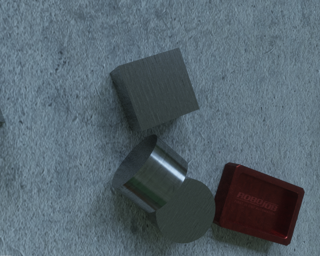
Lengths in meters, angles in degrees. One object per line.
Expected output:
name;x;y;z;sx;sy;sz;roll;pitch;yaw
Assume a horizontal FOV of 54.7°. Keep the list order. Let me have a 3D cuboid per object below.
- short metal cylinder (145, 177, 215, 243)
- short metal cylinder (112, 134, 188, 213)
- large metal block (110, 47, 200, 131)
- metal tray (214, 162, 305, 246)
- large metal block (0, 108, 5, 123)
short metal cylinder;0.025;0.102;0.405;0.081;0.050;0.080;0;90;-20
short metal cylinder;-0.013;0.054;0.375;0.050;0.080;0.080;42;77;-16
large metal block;-0.007;-0.047;0.393;0.081;0.050;0.080;-22;98;-19
metal tray;0.146;0.113;0.460;0.131;0.030;0.090;21;83;-19
large metal block;-0.199;-0.037;0.306;0.050;0.080;0.080;-19;97;-19
